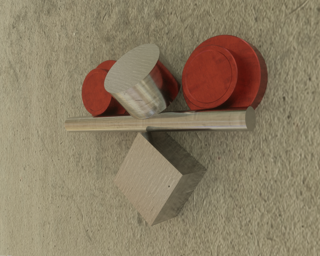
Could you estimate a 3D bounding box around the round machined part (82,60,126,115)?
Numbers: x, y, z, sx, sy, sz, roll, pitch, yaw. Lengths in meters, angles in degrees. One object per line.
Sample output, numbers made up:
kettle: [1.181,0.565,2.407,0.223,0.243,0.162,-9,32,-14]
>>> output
round machined part: [-0.079,-0.052,0.459,0.098,0.042,0.097,0,90,40]

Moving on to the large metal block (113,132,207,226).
large metal block: [-0.002,0.060,0.389,0.080,0.050,0.080,43,116,31]

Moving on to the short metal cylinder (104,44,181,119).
short metal cylinder: [-0.021,-0.058,0.384,0.080,0.050,0.080,-23,42,23]

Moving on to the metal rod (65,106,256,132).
metal rod: [-0.026,-0.007,0.400,0.300,0.025,0.025,-1,90,40]

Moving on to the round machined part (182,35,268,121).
round machined part: [0.063,-0.054,0.343,0.098,0.042,0.097,0,90,40]
